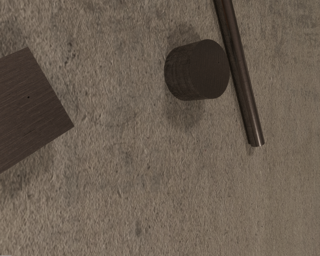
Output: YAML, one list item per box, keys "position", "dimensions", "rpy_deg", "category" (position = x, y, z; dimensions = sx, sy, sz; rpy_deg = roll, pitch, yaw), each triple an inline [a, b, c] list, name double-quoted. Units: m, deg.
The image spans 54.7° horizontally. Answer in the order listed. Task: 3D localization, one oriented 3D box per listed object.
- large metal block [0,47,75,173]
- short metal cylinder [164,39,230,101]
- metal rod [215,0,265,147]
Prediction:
- position: [-0.138, -0.015, 0.273]
  dimensions: [0.080, 0.050, 0.080]
  rpy_deg: [-39, 114, -33]
  category: "large metal block"
- position: [0.053, -0.079, 0.435]
  dimensions: [0.081, 0.050, 0.079]
  rpy_deg: [0, 90, -40]
  category: "short metal cylinder"
- position: [0.131, -0.109, 0.516]
  dimensions: [0.025, 0.025, 0.298]
  rpy_deg: [-29, 108, -37]
  category: "metal rod"
